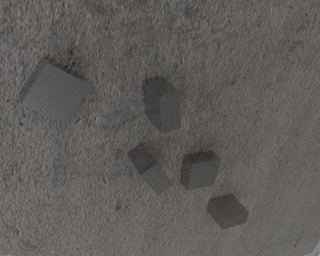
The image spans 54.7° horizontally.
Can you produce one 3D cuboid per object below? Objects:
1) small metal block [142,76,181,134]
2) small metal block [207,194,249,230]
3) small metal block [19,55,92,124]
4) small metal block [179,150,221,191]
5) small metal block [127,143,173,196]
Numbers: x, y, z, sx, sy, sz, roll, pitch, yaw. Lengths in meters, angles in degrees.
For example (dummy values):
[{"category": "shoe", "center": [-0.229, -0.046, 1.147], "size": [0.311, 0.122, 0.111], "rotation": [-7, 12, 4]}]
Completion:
[{"category": "small metal block", "center": [0.002, -0.029, 0.374], "size": [0.025, 0.050, 0.050], "rotation": [-17, 125, -19]}, {"category": "small metal block", "center": [0.119, 0.146, 0.546], "size": [0.050, 0.050, 0.025], "rotation": [-6, 121, -26]}, {"category": "small metal block", "center": [-0.109, -0.039, 0.323], "size": [0.050, 0.025, 0.050], "rotation": [28, 103, -38]}, {"category": "small metal block", "center": [0.062, 0.065, 0.481], "size": [0.050, 0.025, 0.050], "rotation": [-7, 122, -25]}, {"category": "small metal block", "center": [-0.014, 0.055, 0.417], "size": [0.025, 0.050, 0.050], "rotation": [-37, 129, -4]}]
